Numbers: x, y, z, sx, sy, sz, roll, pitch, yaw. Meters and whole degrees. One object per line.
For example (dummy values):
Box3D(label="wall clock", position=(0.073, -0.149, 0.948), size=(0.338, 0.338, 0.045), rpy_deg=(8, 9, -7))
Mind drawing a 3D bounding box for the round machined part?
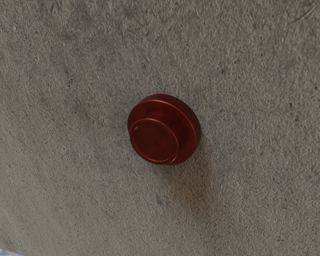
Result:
Box3D(label="round machined part", position=(0.000, 0.009, 0.402), size=(0.098, 0.042, 0.097), rpy_deg=(13, 124, 21))
